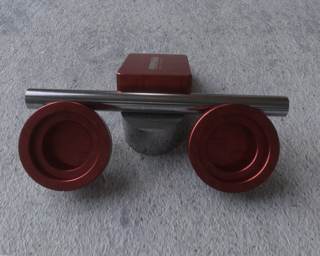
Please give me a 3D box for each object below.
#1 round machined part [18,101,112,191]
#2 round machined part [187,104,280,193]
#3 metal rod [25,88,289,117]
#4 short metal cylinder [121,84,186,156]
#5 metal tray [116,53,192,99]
[{"bbox_3d":[-0.104,0.020,0.355,0.099,0.042,0.097,0,88,-1],"label":"round machined part"},{"bbox_3d":[0.080,0.021,0.354,0.099,0.042,0.097,0,93,0],"label":"round machined part"},{"bbox_3d":[-0.004,-0.030,0.366,0.302,0.025,0.025,2,50,1],"label":"metal rod"},{"bbox_3d":[-0.008,-0.011,0.398,0.081,0.050,0.080,0,50,0],"label":"short metal cylinder"},{"bbox_3d":[-0.005,-0.076,0.430,0.091,0.030,0.130,2,24,1],"label":"metal tray"}]
